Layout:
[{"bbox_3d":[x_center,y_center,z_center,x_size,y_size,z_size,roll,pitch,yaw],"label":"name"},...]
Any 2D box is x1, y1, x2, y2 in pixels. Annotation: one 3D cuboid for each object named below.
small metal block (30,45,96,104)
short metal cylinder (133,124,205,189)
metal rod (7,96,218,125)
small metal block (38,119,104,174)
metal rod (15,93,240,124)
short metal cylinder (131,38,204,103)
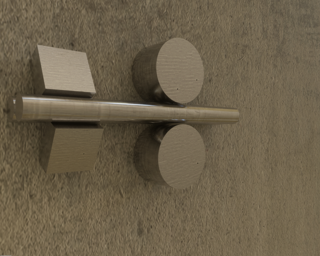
[{"bbox_3d":[-0.098,-0.052,0.312,0.050,0.025,0.050,0,63,-40],"label":"small metal block"},{"bbox_3d":[0.013,0.035,0.400,0.081,0.050,0.079,0,90,-40],"label":"short metal cylinder"},{"bbox_3d":[-0.024,-0.017,0.386,0.302,0.025,0.025,0,90,-40],"label":"metal rod"},{"bbox_3d":[-0.091,0.017,0.317,0.050,0.025,0.050,1,116,-41],"label":"small metal block"},{"bbox_3d":[-0.007,-0.018,0.368,0.302,0.025,0.025,0,90,-40],"label":"metal rod"},{"bbox_3d":[0.011,-0.070,0.398,0.081,0.050,0.079,0,90,-40],"label":"short metal cylinder"}]
